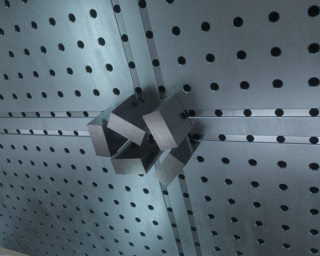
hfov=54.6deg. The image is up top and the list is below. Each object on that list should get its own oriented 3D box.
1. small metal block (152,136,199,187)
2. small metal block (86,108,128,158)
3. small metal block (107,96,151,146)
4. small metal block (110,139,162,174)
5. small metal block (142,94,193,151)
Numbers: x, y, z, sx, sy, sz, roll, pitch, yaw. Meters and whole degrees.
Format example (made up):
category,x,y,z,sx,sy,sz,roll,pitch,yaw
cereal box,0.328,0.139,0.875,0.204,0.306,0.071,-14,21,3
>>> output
category,x,y,z,sx,sy,sz,roll,pitch,yaw
small metal block,0.021,0.042,0.410,0.025,0.050,0.050,37,129,5
small metal block,-0.072,0.006,0.437,0.025,0.050,0.050,4,121,27
small metal block,-0.032,-0.011,0.406,0.050,0.050,0.025,29,129,9
small metal block,-0.033,0.040,0.437,0.050,0.050,0.025,-5,116,30
small metal block,0.011,-0.008,0.384,0.025,0.050,0.050,-17,109,35
